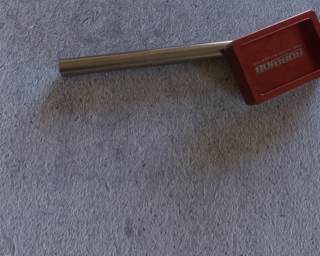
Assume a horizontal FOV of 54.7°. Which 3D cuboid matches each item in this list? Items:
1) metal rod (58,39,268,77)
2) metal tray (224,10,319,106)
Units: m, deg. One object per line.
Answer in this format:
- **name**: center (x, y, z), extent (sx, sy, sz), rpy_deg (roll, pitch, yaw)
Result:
- **metal rod**: center (0.010, -0.103, 0.446), extent (0.302, 0.025, 0.025), rpy_deg (-7, 70, -3)
- **metal tray**: center (0.165, -0.096, 0.426), extent (0.131, 0.030, 0.090), rpy_deg (-24, 92, -9)
